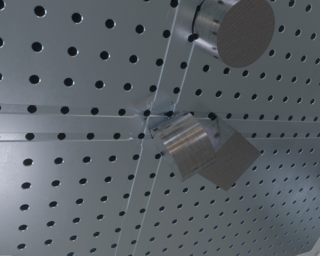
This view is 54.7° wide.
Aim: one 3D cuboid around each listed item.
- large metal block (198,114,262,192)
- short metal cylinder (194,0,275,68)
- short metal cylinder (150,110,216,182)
[{"bbox_3d":[0.093,0.039,0.471,0.080,0.050,0.080,-49,129,7],"label":"large metal block"},{"bbox_3d":[0.088,-0.118,0.370,0.081,0.050,0.079,-14,124,-21],"label":"short metal cylinder"},{"bbox_3d":[0.030,0.024,0.407,0.050,0.080,0.080,-30,129,-9],"label":"short metal cylinder"}]
